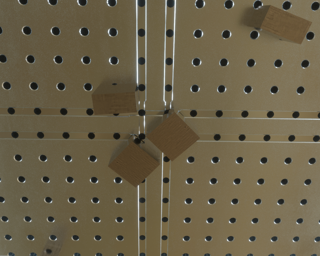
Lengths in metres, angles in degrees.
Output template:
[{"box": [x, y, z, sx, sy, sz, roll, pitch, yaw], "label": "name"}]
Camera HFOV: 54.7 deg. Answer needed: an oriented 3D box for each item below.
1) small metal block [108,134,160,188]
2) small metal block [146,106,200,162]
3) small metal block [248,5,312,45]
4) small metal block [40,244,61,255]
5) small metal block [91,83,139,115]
[{"box": [-0.035, 0.046, 0.430, 0.050, 0.025, 0.050, 40, 105, -14], "label": "small metal block"}, {"box": [0.017, 0.008, 0.417, 0.050, 0.025, 0.050, -42, 105, 13], "label": "small metal block"}, {"box": [0.136, -0.120, 0.358, 0.050, 0.050, 0.025, 19, 109, -7], "label": "small metal block"}, {"box": [-0.178, 0.218, 0.478, 0.025, 0.050, 0.050, 19, 109, -7], "label": "small metal block"}, {"box": [-0.053, -0.037, 0.386, 0.050, 0.050, 0.025, -4, 110, 1], "label": "small metal block"}]
